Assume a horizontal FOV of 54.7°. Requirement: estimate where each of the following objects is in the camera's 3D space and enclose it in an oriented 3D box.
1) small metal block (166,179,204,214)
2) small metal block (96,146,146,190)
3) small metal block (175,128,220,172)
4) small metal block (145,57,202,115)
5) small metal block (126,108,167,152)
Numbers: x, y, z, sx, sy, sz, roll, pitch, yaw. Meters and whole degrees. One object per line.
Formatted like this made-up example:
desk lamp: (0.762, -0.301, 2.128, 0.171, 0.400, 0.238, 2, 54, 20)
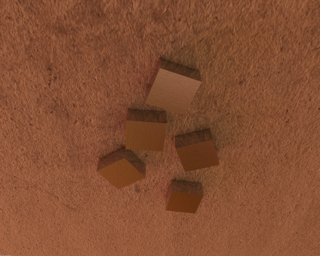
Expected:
small metal block: (0.038, 0.112, 0.503, 0.050, 0.025, 0.050, 8, 130, -7)
small metal block: (-0.056, 0.059, 0.457, 0.050, 0.025, 0.050, -27, 126, 21)
small metal block: (0.052, 0.032, 0.435, 0.050, 0.025, 0.050, -14, 129, 11)
small metal block: (0.015, -0.049, 0.366, 0.050, 0.025, 0.050, 16, 128, -13)
small metal block: (-0.019, 0.003, 0.410, 0.050, 0.025, 0.050, 4, 130, -4)
